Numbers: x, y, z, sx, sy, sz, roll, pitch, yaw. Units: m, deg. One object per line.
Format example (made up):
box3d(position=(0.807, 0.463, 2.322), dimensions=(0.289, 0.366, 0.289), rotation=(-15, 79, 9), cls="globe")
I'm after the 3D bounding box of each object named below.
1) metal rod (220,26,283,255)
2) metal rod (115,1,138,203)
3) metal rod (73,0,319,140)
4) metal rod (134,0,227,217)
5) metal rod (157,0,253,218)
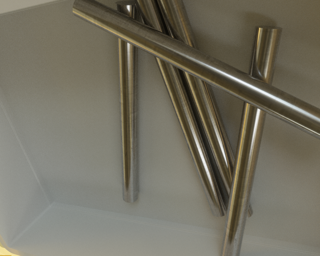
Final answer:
box3d(position=(0.099, 0.039, 0.358), dimensions=(0.025, 0.025, 0.298), rotation=(12, 117, 21), cls="metal rod")
box3d(position=(-0.042, -0.013, 0.422), dimensions=(0.025, 0.025, 0.298), rotation=(16, 125, 19), cls="metal rod")
box3d(position=(0.041, -0.062, 0.309), dimensions=(0.301, 0.025, 0.025), rotation=(29, 128, 12), cls="metal rod")
box3d(position=(0.034, -0.013, 0.382), dimensions=(0.025, 0.025, 0.299), rotation=(-8, 115, 32), cls="metal rod")
box3d(position=(0.059, -0.014, 0.368), dimensions=(0.025, 0.025, 0.299), rotation=(-9, 114, 32), cls="metal rod")
